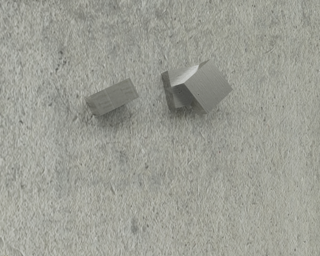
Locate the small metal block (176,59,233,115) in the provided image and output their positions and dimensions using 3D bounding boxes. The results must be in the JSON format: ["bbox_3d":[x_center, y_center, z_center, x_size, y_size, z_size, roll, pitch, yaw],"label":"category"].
[{"bbox_3d":[0.058,-0.053,0.404,0.050,0.025,0.050,-43,104,-15],"label":"small metal block"}]

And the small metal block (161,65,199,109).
[{"bbox_3d":[0.034,-0.056,0.421,0.050,0.025,0.050,-14,95,-20],"label":"small metal block"}]

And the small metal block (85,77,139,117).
[{"bbox_3d":[-0.059,-0.036,0.374,0.050,0.050,0.025,-28,100,-18],"label":"small metal block"}]
